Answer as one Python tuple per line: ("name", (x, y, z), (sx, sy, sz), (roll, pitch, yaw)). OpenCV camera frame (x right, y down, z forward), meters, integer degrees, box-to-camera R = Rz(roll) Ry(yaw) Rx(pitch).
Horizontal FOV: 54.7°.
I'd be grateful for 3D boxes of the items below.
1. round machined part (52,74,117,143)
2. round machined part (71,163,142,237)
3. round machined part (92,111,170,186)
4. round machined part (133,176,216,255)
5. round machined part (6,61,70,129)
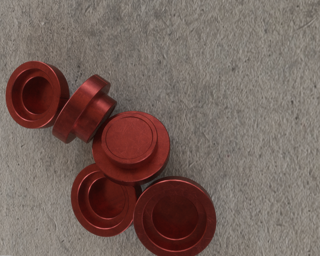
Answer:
("round machined part", (-0.092, -0.019, 0.406), (0.042, 0.098, 0.098), (35, 102, -3))
("round machined part", (-0.068, 0.093, 0.424), (0.098, 0.042, 0.097), (0, 90, 20))
("round machined part", (-0.036, 0.020, 0.389), (0.099, 0.042, 0.098), (0, 63, 1))
("round machined part", (0.019, 0.107, 0.385), (0.099, 0.042, 0.097), (0, 94, 6))
("round machined part", (-0.176, -0.048, 0.462), (0.098, 0.042, 0.097), (0, 90, 20))
